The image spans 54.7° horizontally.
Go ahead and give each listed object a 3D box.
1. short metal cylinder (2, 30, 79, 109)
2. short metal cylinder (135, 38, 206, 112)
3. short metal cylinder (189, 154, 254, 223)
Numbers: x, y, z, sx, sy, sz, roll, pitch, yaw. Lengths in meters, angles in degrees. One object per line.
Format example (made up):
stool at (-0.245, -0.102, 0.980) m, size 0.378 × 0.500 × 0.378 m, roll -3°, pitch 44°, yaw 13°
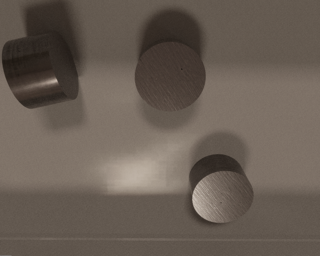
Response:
short metal cylinder at (-0.133, -0.066, 0.356) m, size 0.050 × 0.080 × 0.079 m, roll -12°, pitch 110°, yaw 4°
short metal cylinder at (0.012, -0.065, 0.374) m, size 0.081 × 0.050 × 0.079 m, roll 0°, pitch 110°, yaw -1°
short metal cylinder at (0.083, 0.083, 0.430) m, size 0.081 × 0.050 × 0.079 m, roll 0°, pitch 110°, yaw -1°
